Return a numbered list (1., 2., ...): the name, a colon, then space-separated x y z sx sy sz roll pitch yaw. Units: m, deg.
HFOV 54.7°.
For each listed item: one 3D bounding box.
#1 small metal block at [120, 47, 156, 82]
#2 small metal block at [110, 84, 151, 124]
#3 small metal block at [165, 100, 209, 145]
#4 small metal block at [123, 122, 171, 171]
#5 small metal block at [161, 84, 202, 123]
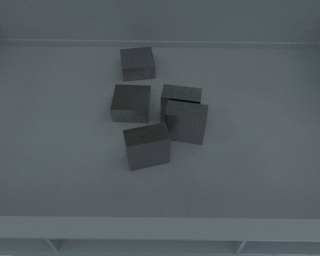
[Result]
1. small metal block: -0.036 -0.102 0.490 0.050 0.025 0.050 -6 50 -6
2. small metal block: -0.039 -0.034 0.433 0.050 0.025 0.050 3 50 2
3. small metal block: 0.033 -0.006 0.395 0.050 0.050 0.025 8 51 6
4. small metal block: -0.015 0.023 0.369 0.050 0.050 0.025 -11 51 -10
5. small metal block: 0.028 -0.029 0.414 0.050 0.050 0.025 7 51 6
